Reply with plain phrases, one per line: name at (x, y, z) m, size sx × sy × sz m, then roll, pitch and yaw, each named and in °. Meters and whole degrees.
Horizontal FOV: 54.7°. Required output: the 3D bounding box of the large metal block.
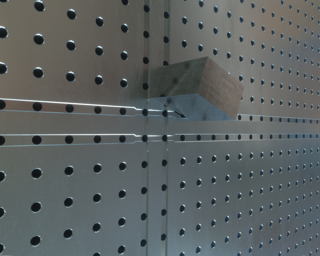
large metal block at (0.053, -0.048, 0.420) m, size 0.080 × 0.080 × 0.050 m, roll 28°, pitch 72°, yaw -37°
